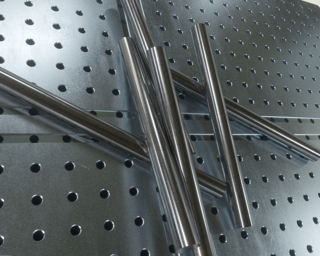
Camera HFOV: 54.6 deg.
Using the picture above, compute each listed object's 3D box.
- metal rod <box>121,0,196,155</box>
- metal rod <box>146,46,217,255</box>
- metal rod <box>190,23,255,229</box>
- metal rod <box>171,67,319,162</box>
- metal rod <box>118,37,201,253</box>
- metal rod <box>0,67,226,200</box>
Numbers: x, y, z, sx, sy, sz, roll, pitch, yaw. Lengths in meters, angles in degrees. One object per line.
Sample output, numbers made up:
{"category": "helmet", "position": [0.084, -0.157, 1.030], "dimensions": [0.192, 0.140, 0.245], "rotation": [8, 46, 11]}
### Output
{"category": "metal rod", "position": [-0.013, -0.099, 0.440], "dimensions": [0.025, 0.025, 0.299], "rotation": [-9, 71, -32]}
{"category": "metal rod", "position": [0.027, 0.043, 0.363], "dimensions": [0.025, 0.025, 0.299], "rotation": [-5, 74, -30]}
{"category": "metal rod", "position": [0.083, -0.015, 0.436], "dimensions": [0.025, 0.025, 0.299], "rotation": [1, 69, -28]}
{"category": "metal rod", "position": [0.130, -0.021, 0.489], "dimensions": [0.301, 0.025, 0.025], "rotation": [26, 53, -12]}
{"category": "metal rod", "position": [-0.011, -0.005, 0.376], "dimensions": [0.025, 0.025, 0.299], "rotation": [2, 52, -27]}
{"category": "metal rod", "position": [-0.053, 0.012, 0.372], "dimensions": [0.301, 0.025, 0.025], "rotation": [28, 52, -11]}
